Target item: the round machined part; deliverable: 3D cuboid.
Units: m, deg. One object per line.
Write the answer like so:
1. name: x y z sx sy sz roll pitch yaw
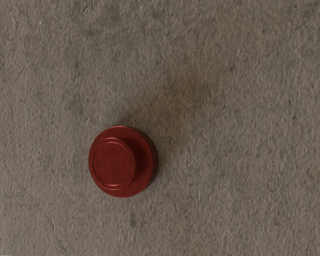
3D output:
1. round machined part: -0.055 0.046 0.418 0.098 0.042 0.097 0 90 19
